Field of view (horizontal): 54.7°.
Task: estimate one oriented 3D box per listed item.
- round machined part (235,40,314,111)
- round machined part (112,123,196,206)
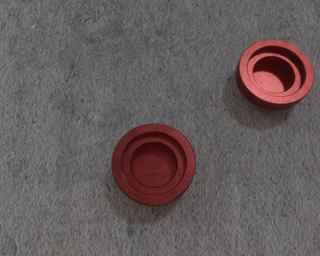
[{"bbox_3d":[0.152,-0.068,0.425,0.099,0.042,0.098,0,70,0],"label":"round machined part"},{"bbox_3d":[-0.007,0.047,0.382,0.099,0.042,0.098,0,70,0],"label":"round machined part"}]
